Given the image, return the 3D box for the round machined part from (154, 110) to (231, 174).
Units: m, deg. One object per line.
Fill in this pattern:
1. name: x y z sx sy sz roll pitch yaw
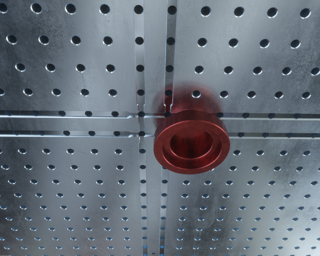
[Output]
1. round machined part: 0.041 0.014 0.414 0.099 0.042 0.097 -1 130 0
